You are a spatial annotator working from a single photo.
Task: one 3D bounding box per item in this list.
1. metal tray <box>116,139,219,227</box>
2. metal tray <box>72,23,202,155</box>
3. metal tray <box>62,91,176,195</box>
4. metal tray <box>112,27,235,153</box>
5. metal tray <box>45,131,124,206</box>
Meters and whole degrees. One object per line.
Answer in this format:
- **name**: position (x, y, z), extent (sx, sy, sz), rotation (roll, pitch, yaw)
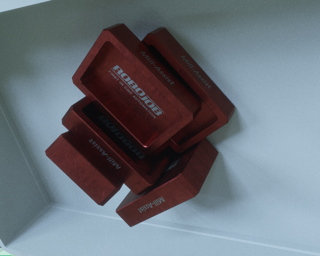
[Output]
- **metal tray**: position (0.008, 0.070, 0.402), extent (0.030, 0.090, 0.129), rotation (49, 128, -6)
- **metal tray**: position (-0.029, -0.040, 0.353), extent (0.130, 0.030, 0.090), rotation (45, 129, -3)
- **metal tray**: position (-0.045, 0.009, 0.391), extent (0.130, 0.090, 0.030), rotation (45, 129, -3)
- **metal tray**: position (0.013, -0.041, 0.372), extent (0.130, 0.030, 0.090), rotation (48, 130, -5)
- **metal tray**: position (-0.083, 0.039, 0.406), extent (0.090, 0.130, 0.030), rotation (45, 99, -3)
